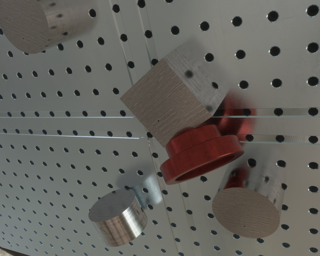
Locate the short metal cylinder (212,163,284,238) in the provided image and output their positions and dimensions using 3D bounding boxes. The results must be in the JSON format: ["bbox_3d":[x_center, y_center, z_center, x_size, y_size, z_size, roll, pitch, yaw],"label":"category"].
[{"bbox_3d":[0.112,0.092,0.393,0.080,0.050,0.079,13,124,21],"label":"short metal cylinder"}]

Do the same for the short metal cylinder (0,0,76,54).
[{"bbox_3d":[-0.155,-0.140,0.390,0.080,0.050,0.079,13,124,21],"label":"short metal cylinder"}]

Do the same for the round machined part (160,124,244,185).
[{"bbox_3d":[0.045,0.029,0.368,0.098,0.099,0.042,-36,68,39],"label":"round machined part"}]

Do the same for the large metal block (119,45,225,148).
[{"bbox_3d":[0.014,-0.036,0.366,0.080,0.050,0.080,49,129,-6],"label":"large metal block"}]

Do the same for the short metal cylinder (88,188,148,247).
[{"bbox_3d":[-0.067,0.142,0.499,0.080,0.080,0.050,-10,113,32],"label":"short metal cylinder"}]
